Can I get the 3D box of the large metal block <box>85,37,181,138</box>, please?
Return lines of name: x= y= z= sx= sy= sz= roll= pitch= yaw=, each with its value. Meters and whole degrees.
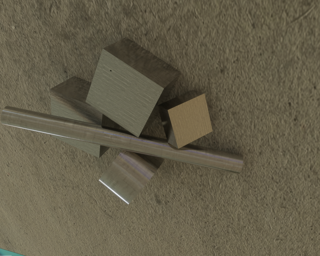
large metal block: x=-0.034 y=-0.049 z=0.376 sx=0.080 sy=0.050 sz=0.079 roll=34 pitch=129 yaw=5

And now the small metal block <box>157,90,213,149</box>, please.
small metal block: x=0.030 y=-0.011 z=0.366 sx=0.025 sy=0.050 sz=0.050 roll=29 pitch=140 yaw=58

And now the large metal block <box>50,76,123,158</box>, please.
large metal block: x=-0.103 y=-0.016 z=0.436 sx=0.080 sy=0.050 sz=0.079 roll=23 pitch=127 yaw=14

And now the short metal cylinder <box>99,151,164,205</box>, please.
short metal cylinder: x=-0.039 y=0.058 z=0.429 sx=0.050 sy=0.080 sz=0.080 roll=39 pitch=129 yaw=1

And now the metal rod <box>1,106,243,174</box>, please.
metal rod: x=-0.048 y=0.015 z=0.389 sx=0.302 sy=0.025 sz=0.025 roll=12 pitch=125 yaw=2
